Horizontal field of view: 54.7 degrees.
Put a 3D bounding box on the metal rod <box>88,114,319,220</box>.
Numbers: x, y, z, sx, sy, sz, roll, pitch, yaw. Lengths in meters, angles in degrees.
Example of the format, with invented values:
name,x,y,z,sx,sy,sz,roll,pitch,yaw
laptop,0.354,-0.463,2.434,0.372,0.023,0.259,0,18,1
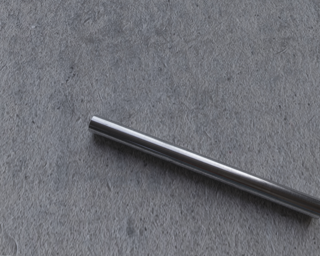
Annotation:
name,x,y,z,sx,sy,sz,roll,pitch,yaw
metal rod,0.052,0.046,0.391,0.301,0.025,0.025,20,71,7
